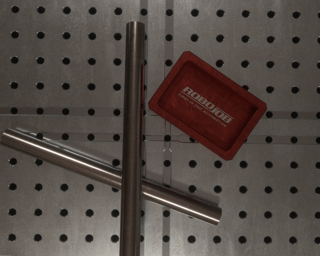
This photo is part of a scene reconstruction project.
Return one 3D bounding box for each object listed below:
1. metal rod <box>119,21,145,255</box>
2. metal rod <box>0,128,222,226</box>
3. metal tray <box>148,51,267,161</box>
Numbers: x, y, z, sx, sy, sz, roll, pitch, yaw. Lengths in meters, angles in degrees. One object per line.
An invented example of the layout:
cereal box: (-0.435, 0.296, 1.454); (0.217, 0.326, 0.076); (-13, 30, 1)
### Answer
metal rod: (-0.035, 0.011, 0.394); (0.025, 0.025, 0.298); (1, 83, -1)
metal rod: (-0.063, 0.065, 0.412); (0.301, 0.025, 0.025); (21, 90, -1)
metal tray: (0.061, -0.029, 0.411); (0.130, 0.030, 0.090); (34, 90, -1)
